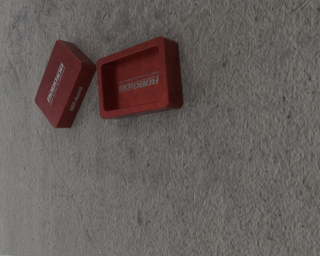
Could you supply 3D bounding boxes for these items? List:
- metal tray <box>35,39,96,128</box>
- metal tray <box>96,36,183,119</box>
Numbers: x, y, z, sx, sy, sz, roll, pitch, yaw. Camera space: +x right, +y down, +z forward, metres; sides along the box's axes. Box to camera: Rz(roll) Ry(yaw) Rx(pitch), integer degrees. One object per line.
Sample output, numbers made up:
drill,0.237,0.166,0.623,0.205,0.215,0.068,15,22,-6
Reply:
metal tray,-0.168,-0.075,0.541,0.090,0.030,0.129,44,116,31
metal tray,-0.032,-0.064,0.428,0.130,0.030,0.089,-8,85,39
